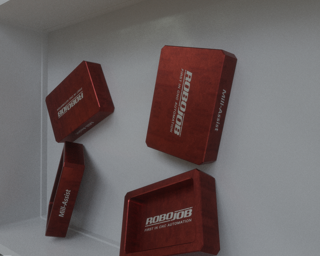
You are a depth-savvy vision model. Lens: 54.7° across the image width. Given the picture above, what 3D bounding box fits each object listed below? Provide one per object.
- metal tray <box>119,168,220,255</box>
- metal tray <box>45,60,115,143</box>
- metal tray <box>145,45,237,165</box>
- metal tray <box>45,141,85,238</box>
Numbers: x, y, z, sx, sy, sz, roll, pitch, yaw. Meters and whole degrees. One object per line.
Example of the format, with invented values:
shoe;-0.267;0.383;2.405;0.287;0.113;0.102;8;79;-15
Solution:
metal tray;0.007;0.111;0.374;0.130;0.030;0.090;-26;48;37
metal tray;-0.138;-0.040;0.518;0.130;0.030;0.090;-31;71;35
metal tray;0.034;-0.030;0.375;0.090;0.030;0.129;17;101;38
metal tray;-0.154;0.097;0.503;0.090;0.030;0.129;-128;53;-65
